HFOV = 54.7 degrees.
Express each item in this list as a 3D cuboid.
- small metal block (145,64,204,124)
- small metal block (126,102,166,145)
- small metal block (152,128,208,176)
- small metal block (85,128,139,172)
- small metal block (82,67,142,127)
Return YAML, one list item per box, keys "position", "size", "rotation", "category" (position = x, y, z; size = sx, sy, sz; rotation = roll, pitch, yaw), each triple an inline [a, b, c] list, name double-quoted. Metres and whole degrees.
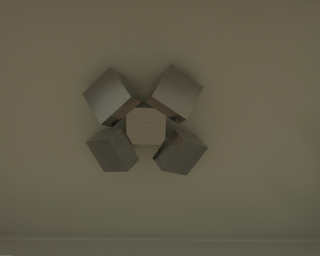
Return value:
- position: [0.018, -0.041, 0.381]
  size: [0.050, 0.025, 0.050]
  rotation: [33, 69, -12]
  category: "small metal block"
- position: [-0.018, -0.006, 0.406]
  size: [0.050, 0.025, 0.050]
  rotation: [1, 110, -1]
  category: "small metal block"
- position: [0.027, 0.033, 0.410]
  size: [0.050, 0.025, 0.050]
  rotation: [19, 113, -44]
  category: "small metal block"
- position: [-0.063, 0.030, 0.407]
  size: [0.050, 0.025, 0.050]
  rotation: [-9, 116, 44]
  category: "small metal block"
- position: [-0.060, -0.037, 0.381]
  size: [0.050, 0.025, 0.050]
  rotation: [-41, 68, 14]
  category: "small metal block"
